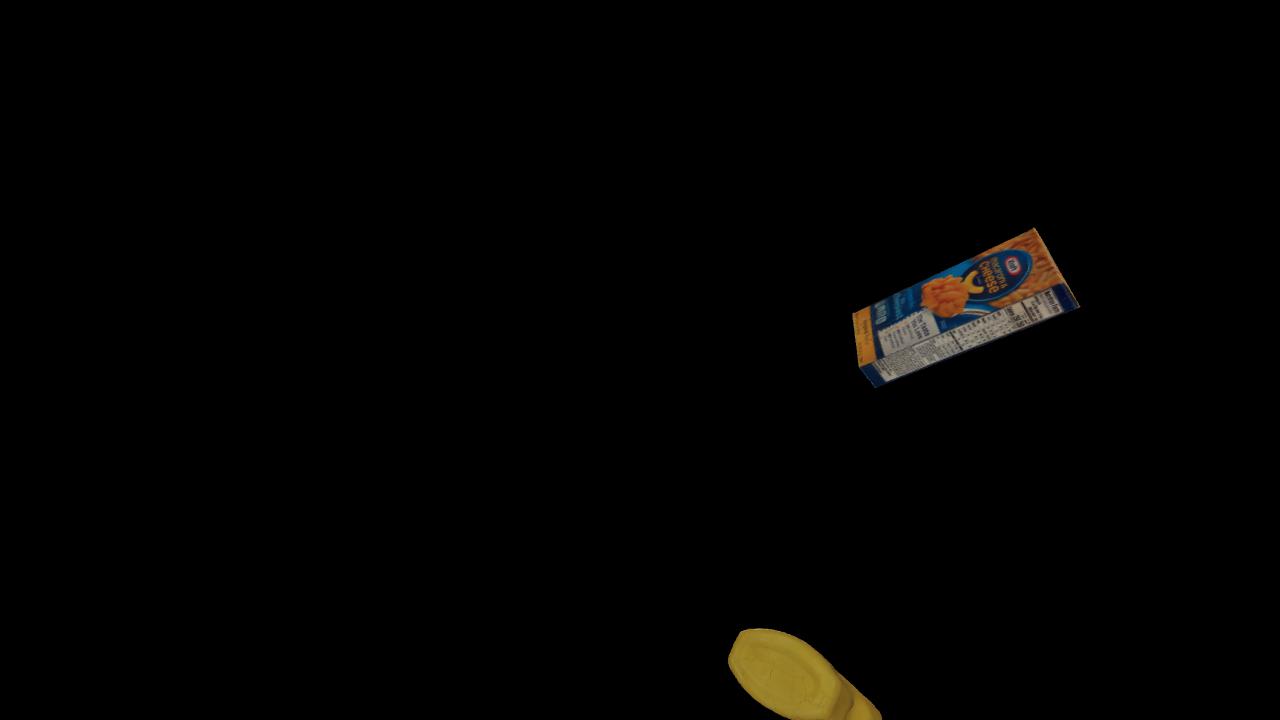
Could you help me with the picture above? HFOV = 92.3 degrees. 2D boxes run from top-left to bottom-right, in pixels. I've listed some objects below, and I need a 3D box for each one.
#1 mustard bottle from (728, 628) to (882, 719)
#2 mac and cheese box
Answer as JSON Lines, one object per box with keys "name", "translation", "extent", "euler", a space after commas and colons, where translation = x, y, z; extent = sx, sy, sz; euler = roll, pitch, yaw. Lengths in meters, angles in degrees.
{"name": "mustard bottle", "translation": [0.150, 0.280, 0.506], "extent": [0.092, 0.054, 0.184], "euler": [3, -34, 42]}
{"name": "mac and cheese box", "translation": [0.300, -0.047, 0.593], "extent": [0.184, 0.041, 0.093], "euler": [-29, 28, 33]}
